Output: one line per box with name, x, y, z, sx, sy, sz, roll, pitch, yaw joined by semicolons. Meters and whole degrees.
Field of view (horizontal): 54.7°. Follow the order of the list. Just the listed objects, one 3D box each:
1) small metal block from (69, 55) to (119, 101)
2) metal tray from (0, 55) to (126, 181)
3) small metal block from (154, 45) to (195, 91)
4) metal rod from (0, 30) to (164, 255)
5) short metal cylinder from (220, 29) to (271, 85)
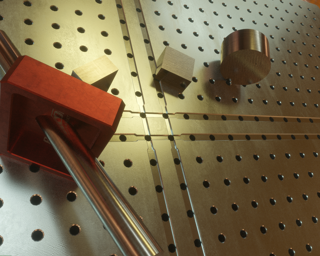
small metal block;-0.084;-0.057;0.381;0.025;0.050;0.050;47;51;5
metal tray;-0.097;0.002;0.288;0.090;0.129;0.030;24;53;-14
small metal block;0.024;-0.092;0.477;0.050;0.025;0.050;22;53;-15
metal rod;-0.097;-0.004;0.285;0.025;0.025;0.300;-21;56;-36
short metal cylinder;0.143;-0.118;0.522;0.080;0.080;0.050;21;54;-16
